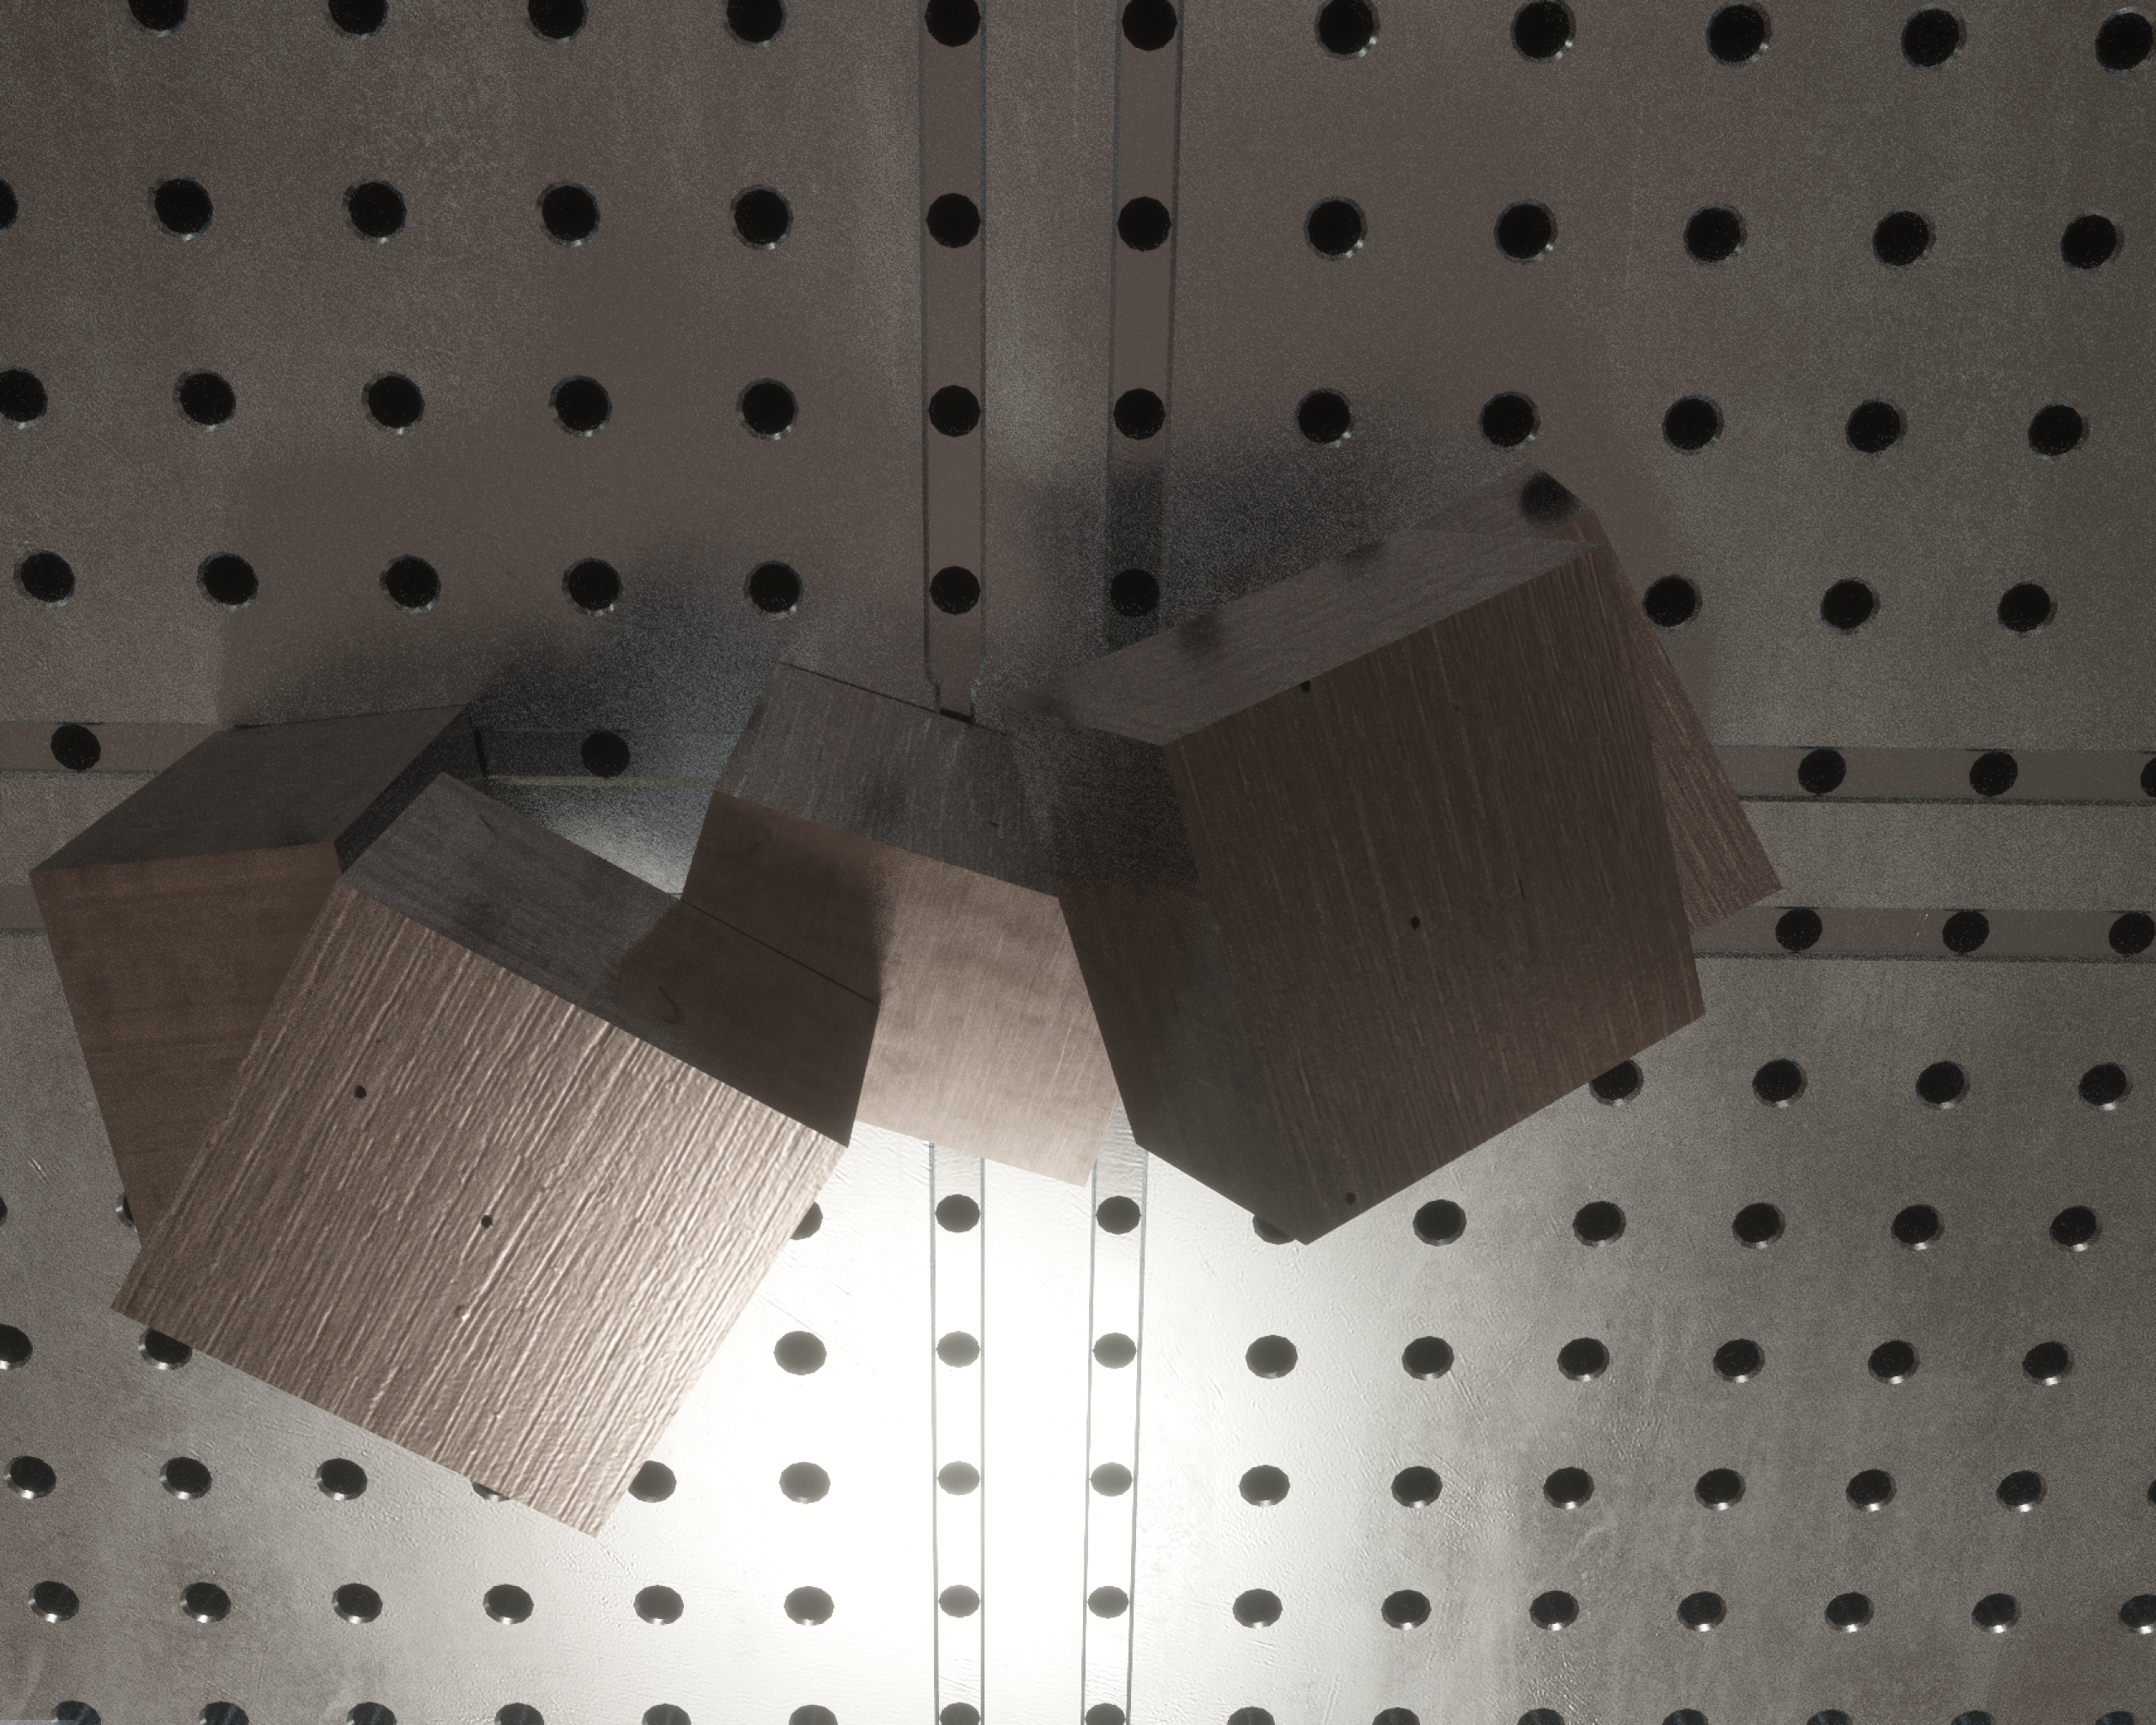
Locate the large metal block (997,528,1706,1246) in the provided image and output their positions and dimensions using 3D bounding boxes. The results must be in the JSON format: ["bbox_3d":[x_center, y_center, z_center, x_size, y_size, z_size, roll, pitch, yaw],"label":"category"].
[{"bbox_3d":[0.044,0.000,0.328,0.081,0.050,0.080,-25,111,-22],"label":"large metal block"}]

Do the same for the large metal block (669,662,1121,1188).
[{"bbox_3d":[-0.029,0.009,0.386,0.080,0.080,0.050,18,109,-7],"label":"large metal block"}]

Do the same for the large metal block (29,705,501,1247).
[{"bbox_3d":[-0.142,0.022,0.390,0.050,0.080,0.079,-6,110,2],"label":"large metal block"}]

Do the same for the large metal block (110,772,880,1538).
[{"bbox_3d":[-0.088,0.045,0.329,0.080,0.050,0.080,30,107,-10],"label":"large metal block"}]

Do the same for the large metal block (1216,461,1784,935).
[{"bbox_3d":[0.072,-0.017,0.395,0.080,0.050,0.080,-29,108,9],"label":"large metal block"}]
